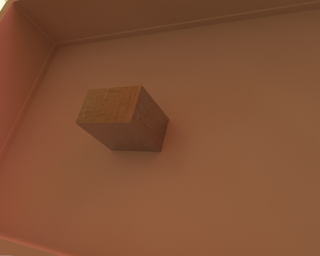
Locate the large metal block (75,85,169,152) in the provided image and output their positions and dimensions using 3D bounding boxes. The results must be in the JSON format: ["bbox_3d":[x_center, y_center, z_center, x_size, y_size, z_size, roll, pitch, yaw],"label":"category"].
[{"bbox_3d":[-0.045,-0.009,0.401,0.080,0.080,0.050,0,62,28],"label":"large metal block"}]
